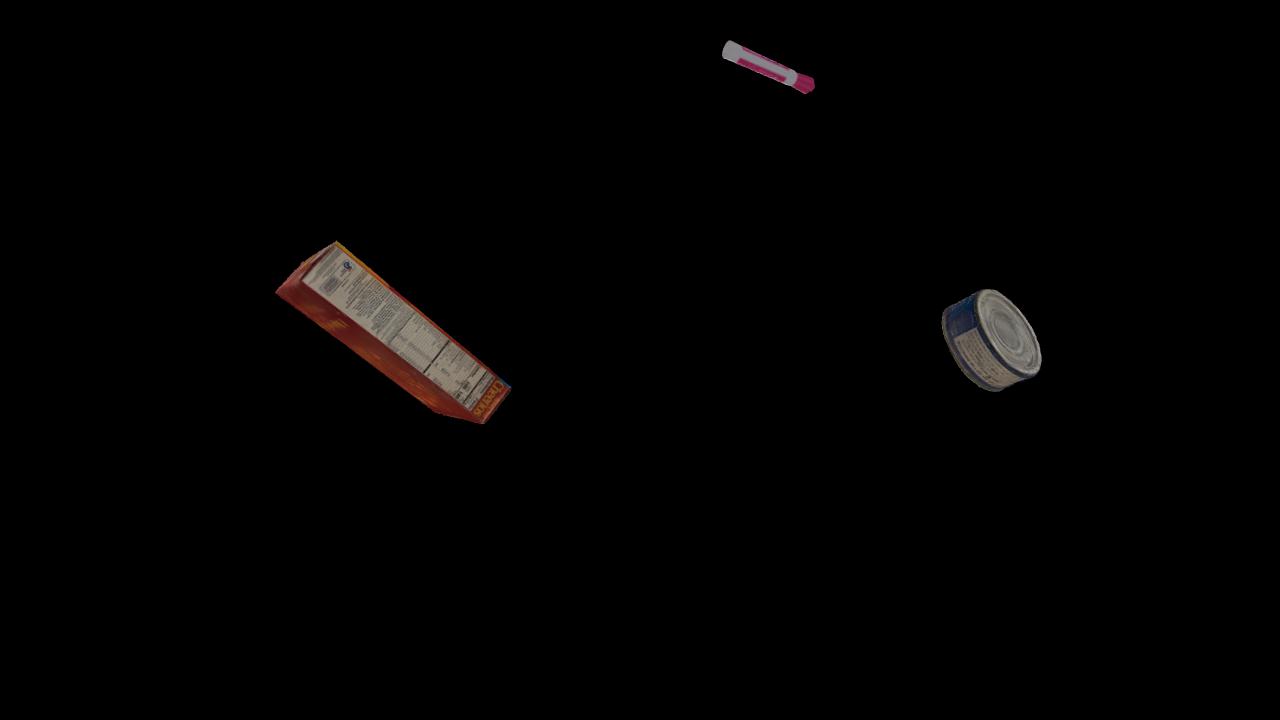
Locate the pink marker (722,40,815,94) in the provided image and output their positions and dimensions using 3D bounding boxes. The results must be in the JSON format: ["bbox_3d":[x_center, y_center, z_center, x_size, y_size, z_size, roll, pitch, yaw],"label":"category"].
[{"bbox_3d":[0.149,-0.330,0.698,0.121,0.020,0.020,11,-5,-24],"label":"pink marker"}]

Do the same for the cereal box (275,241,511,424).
[{"bbox_3d":[-0.354,-0.028,0.888,0.306,0.081,0.203,44,-24,-29],"label":"cereal box"}]

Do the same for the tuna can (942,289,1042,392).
[{"bbox_3d":[0.299,-0.018,0.522,0.084,0.084,0.034,0,-24,-33],"label":"tuna can"}]
